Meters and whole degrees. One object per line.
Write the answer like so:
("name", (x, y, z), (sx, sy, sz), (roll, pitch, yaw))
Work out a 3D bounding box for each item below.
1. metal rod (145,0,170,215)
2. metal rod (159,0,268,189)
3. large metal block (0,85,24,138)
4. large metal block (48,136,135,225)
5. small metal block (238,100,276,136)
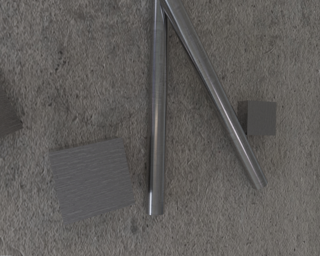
("metal rod", (-0.003, -0.038, 0.408), (0.025, 0.025, 0.298), (2, 90, -20))
("metal rod", (0.080, -0.041, 0.424), (0.025, 0.025, 0.299), (-34, 107, -17))
("large metal block", (-0.194, -0.018, 0.301), (0.050, 0.080, 0.080), (-22, 99, 10))
("large metal block", (-0.082, 0.057, 0.366), (0.081, 0.050, 0.080), (-12, 94, -20))
("small metal block", (0.144, -0.014, 0.463), (0.050, 0.025, 0.050), (2, 90, -20))
